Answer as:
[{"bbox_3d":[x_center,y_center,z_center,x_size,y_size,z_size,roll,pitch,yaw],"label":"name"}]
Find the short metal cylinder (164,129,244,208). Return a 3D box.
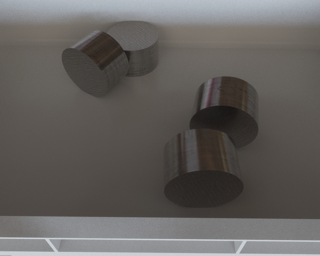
[{"bbox_3d":[0.044,0.045,0.332,0.081,0.080,0.050,0,50,-1],"label":"short metal cylinder"}]

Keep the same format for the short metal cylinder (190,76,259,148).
[{"bbox_3d":[0.081,-0.017,0.385,0.080,0.080,0.050,9,51,7],"label":"short metal cylinder"}]

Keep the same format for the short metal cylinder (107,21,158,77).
[{"bbox_3d":[-0.043,-0.127,0.495,0.081,0.050,0.080,0,50,0],"label":"short metal cylinder"}]

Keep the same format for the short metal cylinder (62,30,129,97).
[{"bbox_3d":[-0.093,-0.092,0.446,0.080,0.080,0.050,26,55,20],"label":"short metal cylinder"}]
